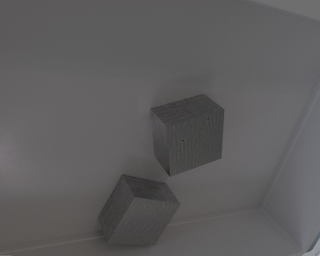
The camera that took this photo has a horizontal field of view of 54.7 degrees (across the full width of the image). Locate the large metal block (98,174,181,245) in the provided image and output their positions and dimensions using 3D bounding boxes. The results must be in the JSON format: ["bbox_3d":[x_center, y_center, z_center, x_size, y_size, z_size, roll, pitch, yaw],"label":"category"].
[{"bbox_3d":[-0.031,0.121,0.450,0.080,0.050,0.080,19,108,-36],"label":"large metal block"}]

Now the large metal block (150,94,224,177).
[{"bbox_3d":[0.037,0.009,0.418,0.081,0.050,0.079,-17,125,-19],"label":"large metal block"}]
